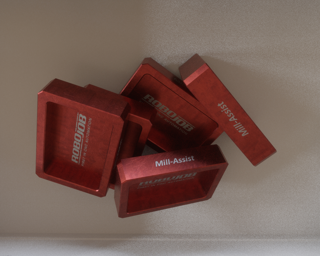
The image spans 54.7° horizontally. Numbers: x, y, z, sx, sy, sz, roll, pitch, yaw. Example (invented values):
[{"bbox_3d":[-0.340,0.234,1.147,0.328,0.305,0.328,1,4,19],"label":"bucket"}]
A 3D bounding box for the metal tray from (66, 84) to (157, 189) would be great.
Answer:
[{"bbox_3d":[-0.065,0.018,0.389,0.090,0.030,0.129,20,127,-2],"label":"metal tray"}]

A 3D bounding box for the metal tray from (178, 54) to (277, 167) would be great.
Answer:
[{"bbox_3d":[0.077,-0.025,0.368,0.030,0.090,0.130,-39,106,13],"label":"metal tray"}]

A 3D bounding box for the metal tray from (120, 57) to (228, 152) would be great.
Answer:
[{"bbox_3d":[0.009,-0.016,0.396,0.130,0.030,0.090,34,114,-12],"label":"metal tray"}]

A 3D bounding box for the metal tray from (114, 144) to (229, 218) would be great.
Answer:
[{"bbox_3d":[0.011,0.068,0.390,0.131,0.030,0.089,-8,140,-17],"label":"metal tray"}]

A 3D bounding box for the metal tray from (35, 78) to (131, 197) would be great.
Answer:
[{"bbox_3d":[-0.092,0.017,0.355,0.090,0.030,0.129,18,127,-1],"label":"metal tray"}]
